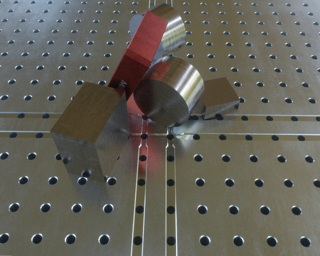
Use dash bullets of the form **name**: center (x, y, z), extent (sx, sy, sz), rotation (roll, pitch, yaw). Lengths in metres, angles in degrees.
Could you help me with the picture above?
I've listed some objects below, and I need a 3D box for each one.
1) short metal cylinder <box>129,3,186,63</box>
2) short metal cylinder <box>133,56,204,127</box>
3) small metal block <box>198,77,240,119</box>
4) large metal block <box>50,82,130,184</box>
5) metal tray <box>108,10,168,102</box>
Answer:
- **short metal cylinder**: center (-0.004, -0.152, 0.500), extent (0.050, 0.080, 0.080), rotation (-36, 59, -26)
- **short metal cylinder**: center (0.012, -0.047, 0.412), extent (0.080, 0.080, 0.050), rotation (22, 53, 17)
- **small metal block**: center (0.079, -0.044, 0.445), extent (0.050, 0.025, 0.050), rotation (-12, 51, -10)
- **large metal block**: center (-0.076, 0.006, 0.366), extent (0.050, 0.080, 0.080), rotation (14, 52, 11)
- **metal tray**: center (-0.040, -0.076, 0.402), extent (0.030, 0.129, 0.090), rotation (28, 50, -12)
